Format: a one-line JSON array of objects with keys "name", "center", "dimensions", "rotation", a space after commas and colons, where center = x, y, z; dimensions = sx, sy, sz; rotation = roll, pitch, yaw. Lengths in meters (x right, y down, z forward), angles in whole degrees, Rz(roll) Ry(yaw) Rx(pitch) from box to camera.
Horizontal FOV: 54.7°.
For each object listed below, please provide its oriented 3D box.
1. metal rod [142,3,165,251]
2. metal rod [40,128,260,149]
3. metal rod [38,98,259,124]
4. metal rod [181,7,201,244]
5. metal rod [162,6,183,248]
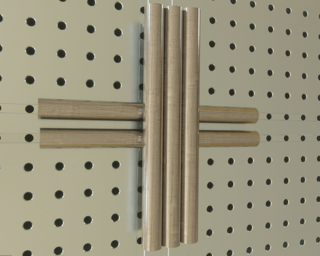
[{"name": "metal rod", "center": [-0.009, -0.001, 0.384], "dimensions": [0.025, 0.025, 0.298], "rotation": [1, 90, -20]}, {"name": "metal rod", "center": [0.001, 0.014, 0.414], "dimensions": [0.303, 0.025, 0.025], "rotation": [1, 90, -21]}, {"name": "metal rod", "center": [0.000, -0.020, 0.414], "dimensions": [0.303, 0.025, 0.025], "rotation": [1, 90, -21]}, {"name": "metal rod", "center": [0.038, -0.003, 0.402], "dimensions": [0.025, 0.025, 0.298], "rotation": [1, 90, -20]}, {"name": "metal rod", "center": [0.015, -0.002, 0.393], "dimensions": [0.025, 0.025, 0.298], "rotation": [1, 90, -20]}]
